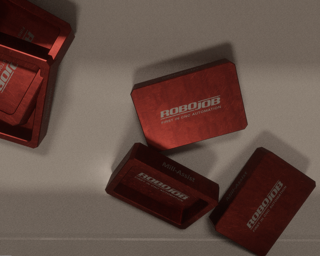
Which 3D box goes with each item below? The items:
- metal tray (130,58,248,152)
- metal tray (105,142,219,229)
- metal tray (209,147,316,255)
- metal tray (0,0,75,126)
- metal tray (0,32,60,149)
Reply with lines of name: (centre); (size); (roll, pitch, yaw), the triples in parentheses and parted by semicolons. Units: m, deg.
metal tray: (0.038, -0.028, 0.399); (0.131, 0.030, 0.089); (-16, 110, 5)
metal tray: (0.002, 0.083, 0.421); (0.131, 0.030, 0.089); (29, 131, -11)
metal tray: (0.142, 0.104, 0.434); (0.090, 0.030, 0.130); (33, 94, -12)
metal tray: (-0.168, -0.078, 0.351); (0.090, 0.030, 0.130); (28, 87, -7)
metal tray: (-0.179, -0.043, 0.373); (0.091, 0.030, 0.129); (19, 124, -7)
